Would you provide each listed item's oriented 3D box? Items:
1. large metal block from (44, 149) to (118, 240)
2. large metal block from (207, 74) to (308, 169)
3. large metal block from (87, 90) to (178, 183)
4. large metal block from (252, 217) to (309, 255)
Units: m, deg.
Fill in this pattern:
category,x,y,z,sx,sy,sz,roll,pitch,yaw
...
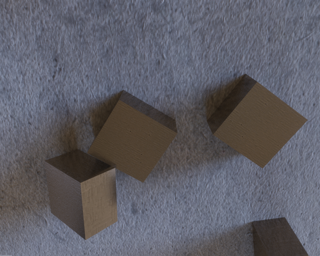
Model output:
category,x,y,z,sx,sy,sz,roll,pitch,yaw
large metal block,-0.102,0.083,0.404,0.080,0.050,0.079,18,117,39
large metal block,0.120,-0.009,0.395,0.080,0.050,0.080,34,106,-12
large metal block,-0.034,0.010,0.400,0.080,0.050,0.080,30,107,-11
large metal block,0.174,0.192,0.454,0.050,0.080,0.079,-9,110,3
